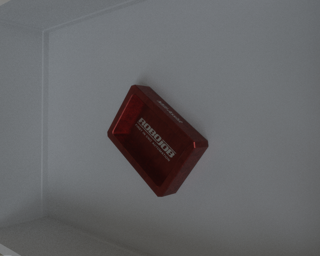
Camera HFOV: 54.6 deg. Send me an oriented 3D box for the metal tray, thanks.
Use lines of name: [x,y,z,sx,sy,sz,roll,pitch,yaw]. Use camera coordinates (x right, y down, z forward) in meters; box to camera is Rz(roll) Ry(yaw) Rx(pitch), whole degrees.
metal tray: [-0.009,0.014,0.411,0.130,0.030,0.090,45,117,30]
